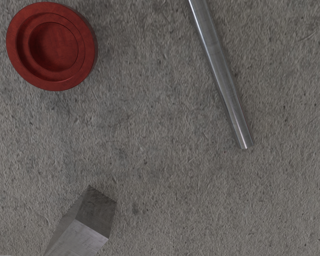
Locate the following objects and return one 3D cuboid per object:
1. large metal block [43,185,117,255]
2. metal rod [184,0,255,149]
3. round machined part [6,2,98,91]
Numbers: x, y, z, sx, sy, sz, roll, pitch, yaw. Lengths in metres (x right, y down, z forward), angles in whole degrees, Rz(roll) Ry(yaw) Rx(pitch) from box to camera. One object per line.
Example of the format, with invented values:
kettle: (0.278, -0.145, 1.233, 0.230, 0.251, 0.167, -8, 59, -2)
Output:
large metal block: (-0.109, 0.141, 0.431, 0.050, 0.080, 0.080, 36, 106, -13)
metal rod: (0.059, -0.107, 0.370, 0.025, 0.025, 0.299, -21, 109, 7)
round machined part: (-0.122, -0.095, 0.364, 0.099, 0.042, 0.097, 0, 110, 0)
